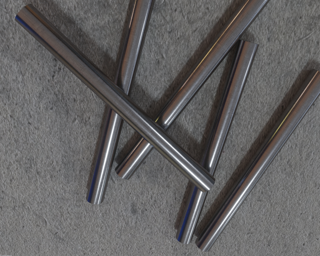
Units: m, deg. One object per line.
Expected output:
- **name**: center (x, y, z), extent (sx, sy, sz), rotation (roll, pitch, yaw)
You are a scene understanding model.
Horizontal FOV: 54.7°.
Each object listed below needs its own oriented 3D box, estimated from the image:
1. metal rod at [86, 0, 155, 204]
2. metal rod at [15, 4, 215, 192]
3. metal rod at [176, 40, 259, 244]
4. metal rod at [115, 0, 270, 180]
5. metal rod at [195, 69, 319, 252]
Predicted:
- **metal rod**: center (-0.053, -0.032, 0.397), extent (0.025, 0.025, 0.298), rotation (15, 109, -6)
- **metal rod**: center (-0.042, -0.025, 0.372), extent (0.025, 0.025, 0.300), rotation (-43, 105, 14)
- **metal rod**: center (0.072, 0.032, 0.422), extent (0.025, 0.025, 0.298), rotation (13, 110, -5)
- **metal rod**: center (0.036, -0.050, 0.391), extent (0.025, 0.025, 0.299), rotation (34, 106, -12)
- **metal rod**: center (0.134, 0.056, 0.432), extent (0.025, 0.025, 0.298), rotation (26, 108, -10)
